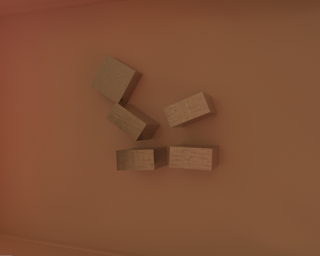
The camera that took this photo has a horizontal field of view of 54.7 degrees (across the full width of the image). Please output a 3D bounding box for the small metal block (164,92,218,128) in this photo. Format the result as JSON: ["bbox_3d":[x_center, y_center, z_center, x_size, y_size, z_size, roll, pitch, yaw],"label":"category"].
[{"bbox_3d":[0.039,-0.021,0.383,0.050,0.050,0.025,-22,83,18],"label":"small metal block"}]

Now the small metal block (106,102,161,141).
[{"bbox_3d":[-0.034,-0.008,0.408,0.050,0.050,0.025,36,101,16],"label":"small metal block"}]

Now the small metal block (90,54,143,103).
[{"bbox_3d":[-0.060,-0.067,0.431,0.050,0.025,0.050,33,100,16],"label":"small metal block"}]

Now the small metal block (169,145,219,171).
[{"bbox_3d":[0.043,0.035,0.381,0.050,0.050,0.025,2,91,19],"label":"small metal block"}]

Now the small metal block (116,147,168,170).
[{"bbox_3d":[-0.022,0.039,0.404,0.050,0.050,0.025,-3,89,19],"label":"small metal block"}]
